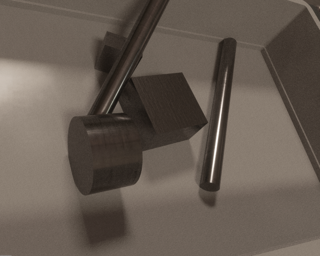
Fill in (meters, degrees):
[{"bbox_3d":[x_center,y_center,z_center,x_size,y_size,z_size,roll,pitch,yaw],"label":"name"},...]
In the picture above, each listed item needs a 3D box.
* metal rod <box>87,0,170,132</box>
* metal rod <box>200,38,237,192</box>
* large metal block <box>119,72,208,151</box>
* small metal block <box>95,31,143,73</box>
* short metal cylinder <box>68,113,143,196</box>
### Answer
[{"bbox_3d":[-0.016,-0.132,0.388,0.025,0.025,0.299,27,81,-12],"label":"metal rod"},{"bbox_3d":[0.097,-0.041,0.484,0.025,0.025,0.300,26,52,-13],"label":"metal rod"},{"bbox_3d":[0.003,-0.023,0.407,0.081,0.050,0.080,-12,68,-34],"label":"large metal block"},{"bbox_3d":[-0.056,-0.097,0.420,0.050,0.050,0.025,14,56,-21],"label":"small metal block"},{"bbox_3d":[-0.060,0.025,0.324,0.050,0.080,0.080,-7,65,-32],"label":"short metal cylinder"}]
